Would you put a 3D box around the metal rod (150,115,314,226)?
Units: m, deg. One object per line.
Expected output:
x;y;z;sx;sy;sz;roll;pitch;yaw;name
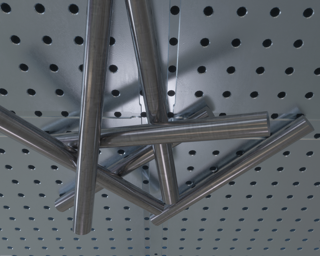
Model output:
0.093;0.077;0.477;0.025;0.025;0.299;35;122;-26;metal rod

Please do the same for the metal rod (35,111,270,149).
-0.029;0.009;0.367;0.300;0.025;0.025;-6;132;25;metal rod

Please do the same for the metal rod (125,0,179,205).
-0.005;-0.022;0.369;0.025;0.025;0.298;-6;123;5;metal rod

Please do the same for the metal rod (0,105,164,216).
-0.092;0.056;0.413;0.025;0.025;0.301;-30;133;23;metal rod

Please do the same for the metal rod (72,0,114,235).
-0.080;-0.001;0.356;0.025;0.025;0.298;7;113;-6;metal rod

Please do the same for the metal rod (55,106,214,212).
-0.050;0.056;0.458;0.299;0.025;0.025;-32;123;24;metal rod
